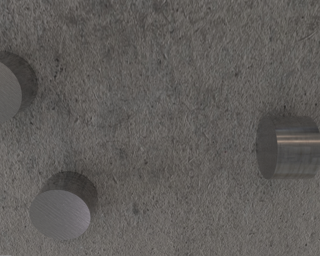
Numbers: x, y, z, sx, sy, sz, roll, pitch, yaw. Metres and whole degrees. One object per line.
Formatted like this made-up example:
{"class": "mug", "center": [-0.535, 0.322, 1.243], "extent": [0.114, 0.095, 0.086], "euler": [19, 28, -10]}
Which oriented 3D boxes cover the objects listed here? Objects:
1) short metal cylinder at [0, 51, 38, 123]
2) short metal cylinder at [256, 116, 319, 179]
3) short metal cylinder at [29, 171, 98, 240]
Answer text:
{"class": "short metal cylinder", "center": [-0.198, -0.050, 0.376], "extent": [0.081, 0.050, 0.079], "euler": [0, 110, 0]}
{"class": "short metal cylinder", "center": [0.159, 0.024, 0.391], "extent": [0.050, 0.080, 0.079], "euler": [0, 110, 0]}
{"class": "short metal cylinder", "center": [-0.133, 0.108, 0.435], "extent": [0.081, 0.050, 0.079], "euler": [0, 110, 0]}
